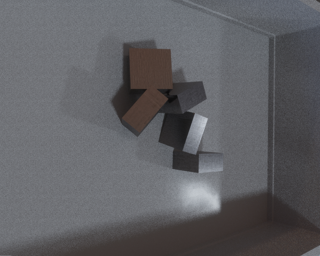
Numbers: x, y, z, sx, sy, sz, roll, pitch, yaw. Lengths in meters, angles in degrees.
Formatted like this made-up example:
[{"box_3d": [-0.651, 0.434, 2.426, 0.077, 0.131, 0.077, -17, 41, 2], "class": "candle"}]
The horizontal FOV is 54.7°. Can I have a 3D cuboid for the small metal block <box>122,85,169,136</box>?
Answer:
[{"box_3d": [-0.019, -0.018, 0.365, 0.025, 0.050, 0.050, 40, 80, 0], "class": "small metal block"}]

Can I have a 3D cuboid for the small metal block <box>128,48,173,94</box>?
[{"box_3d": [-0.013, -0.069, 0.380, 0.050, 0.025, 0.050, -1, 82, -11], "class": "small metal block"}]

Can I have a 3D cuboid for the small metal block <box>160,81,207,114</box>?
[{"box_3d": [0.025, -0.041, 0.412, 0.050, 0.050, 0.025, -32, 114, -36], "class": "small metal block"}]

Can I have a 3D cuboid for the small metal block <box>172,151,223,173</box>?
[{"box_3d": [0.054, 0.047, 0.438, 0.050, 0.050, 0.025, 2, 89, -40], "class": "small metal block"}]

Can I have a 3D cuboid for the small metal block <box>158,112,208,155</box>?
[{"box_3d": [0.030, 0.003, 0.412, 0.025, 0.050, 0.050, 19, 89, -39], "class": "small metal block"}]
